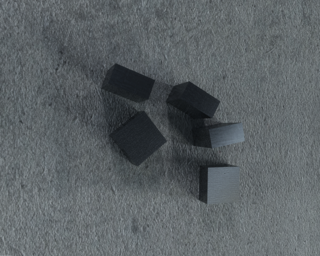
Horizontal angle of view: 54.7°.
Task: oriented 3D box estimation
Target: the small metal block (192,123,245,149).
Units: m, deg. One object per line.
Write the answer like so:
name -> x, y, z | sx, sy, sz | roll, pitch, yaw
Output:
small metal block -> 0.079, 0.009, 0.425 | 0.050, 0.050, 0.025 | -11, 94, -20

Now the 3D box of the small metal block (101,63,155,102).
small metal block -> -0.040, -0.054, 0.381 | 0.050, 0.050, 0.025 | 21, 83, -19

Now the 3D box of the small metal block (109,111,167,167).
small metal block -> -0.028, 0.013, 0.398 | 0.050, 0.025, 0.050 | -40, 103, -16

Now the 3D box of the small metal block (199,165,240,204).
small metal block -> 0.084, 0.079, 0.440 | 0.050, 0.025, 0.050 | 1, 90, -20

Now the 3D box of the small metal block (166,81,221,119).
small metal block -> 0.043, -0.035, 0.411 | 0.050, 0.050, 0.025 | 30, 80, -18
